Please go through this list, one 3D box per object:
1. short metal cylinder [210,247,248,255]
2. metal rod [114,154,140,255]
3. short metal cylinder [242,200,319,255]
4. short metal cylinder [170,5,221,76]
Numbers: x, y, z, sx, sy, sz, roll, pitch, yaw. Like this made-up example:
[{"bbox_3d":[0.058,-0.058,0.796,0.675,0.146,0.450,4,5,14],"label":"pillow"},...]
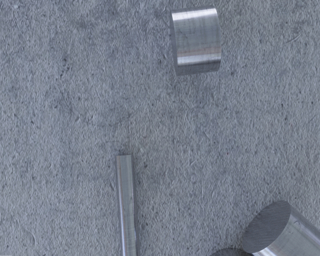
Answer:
[{"bbox_3d":[0.097,0.203,0.398,0.081,0.050,0.079,0,90,0],"label":"short metal cylinder"},{"bbox_3d":[-0.038,0.184,0.409,0.025,0.025,0.298,-4,90,0],"label":"metal rod"},{"bbox_3d":[0.150,0.138,0.384,0.050,0.080,0.080,42,90,0],"label":"short metal cylinder"},{"bbox_3d":[0.042,-0.107,0.383,0.050,0.080,0.080,-7,90,0],"label":"short metal cylinder"}]
